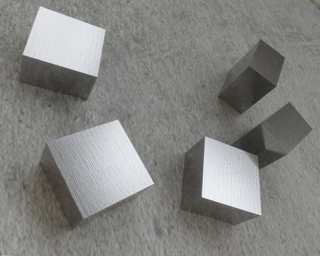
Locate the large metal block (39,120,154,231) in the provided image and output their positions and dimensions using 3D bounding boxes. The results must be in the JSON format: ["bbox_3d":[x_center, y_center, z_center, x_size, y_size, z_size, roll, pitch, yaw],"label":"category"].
[{"bbox_3d":[-0.067,0.047,0.324,0.081,0.050,0.080,-21,73,-36],"label":"large metal block"}]

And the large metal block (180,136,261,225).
[{"bbox_3d":[0.076,0.067,0.390,0.080,0.050,0.080,20,54,-17],"label":"large metal block"}]

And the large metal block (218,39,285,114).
[{"bbox_3d":[0.147,-0.082,0.501,0.050,0.080,0.080,36,51,-5],"label":"large metal block"}]

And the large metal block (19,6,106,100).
[{"bbox_3d":[-0.118,-0.090,0.380,0.081,0.050,0.080,15,56,-21],"label":"large metal block"}]

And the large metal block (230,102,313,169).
[{"bbox_3d":[0.155,0.016,0.445,0.081,0.080,0.050,-29,78,-38],"label":"large metal block"}]
